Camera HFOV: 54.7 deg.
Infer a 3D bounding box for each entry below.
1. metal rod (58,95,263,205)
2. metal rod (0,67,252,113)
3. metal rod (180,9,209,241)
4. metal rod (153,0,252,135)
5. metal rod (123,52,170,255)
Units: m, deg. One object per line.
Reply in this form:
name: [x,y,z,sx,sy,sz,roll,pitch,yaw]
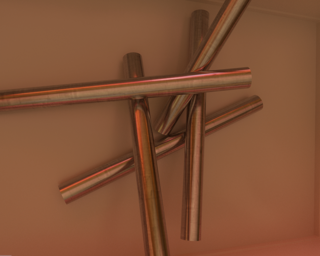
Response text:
metal rod: [0.015,0.021,0.415,0.302,0.025,0.025,-24,98,-19]
metal rod: [-0.047,-0.043,0.350,0.302,0.025,0.025,-6,92,-4]
metal rod: [0.047,-0.012,0.403,0.025,0.025,0.299,8,78,-20]
metal rod: [0.072,-0.116,0.355,0.025,0.025,0.298,22,115,-19]
metal rod: [-0.015,0.046,0.342,0.025,0.025,0.299,0,66,-20]
